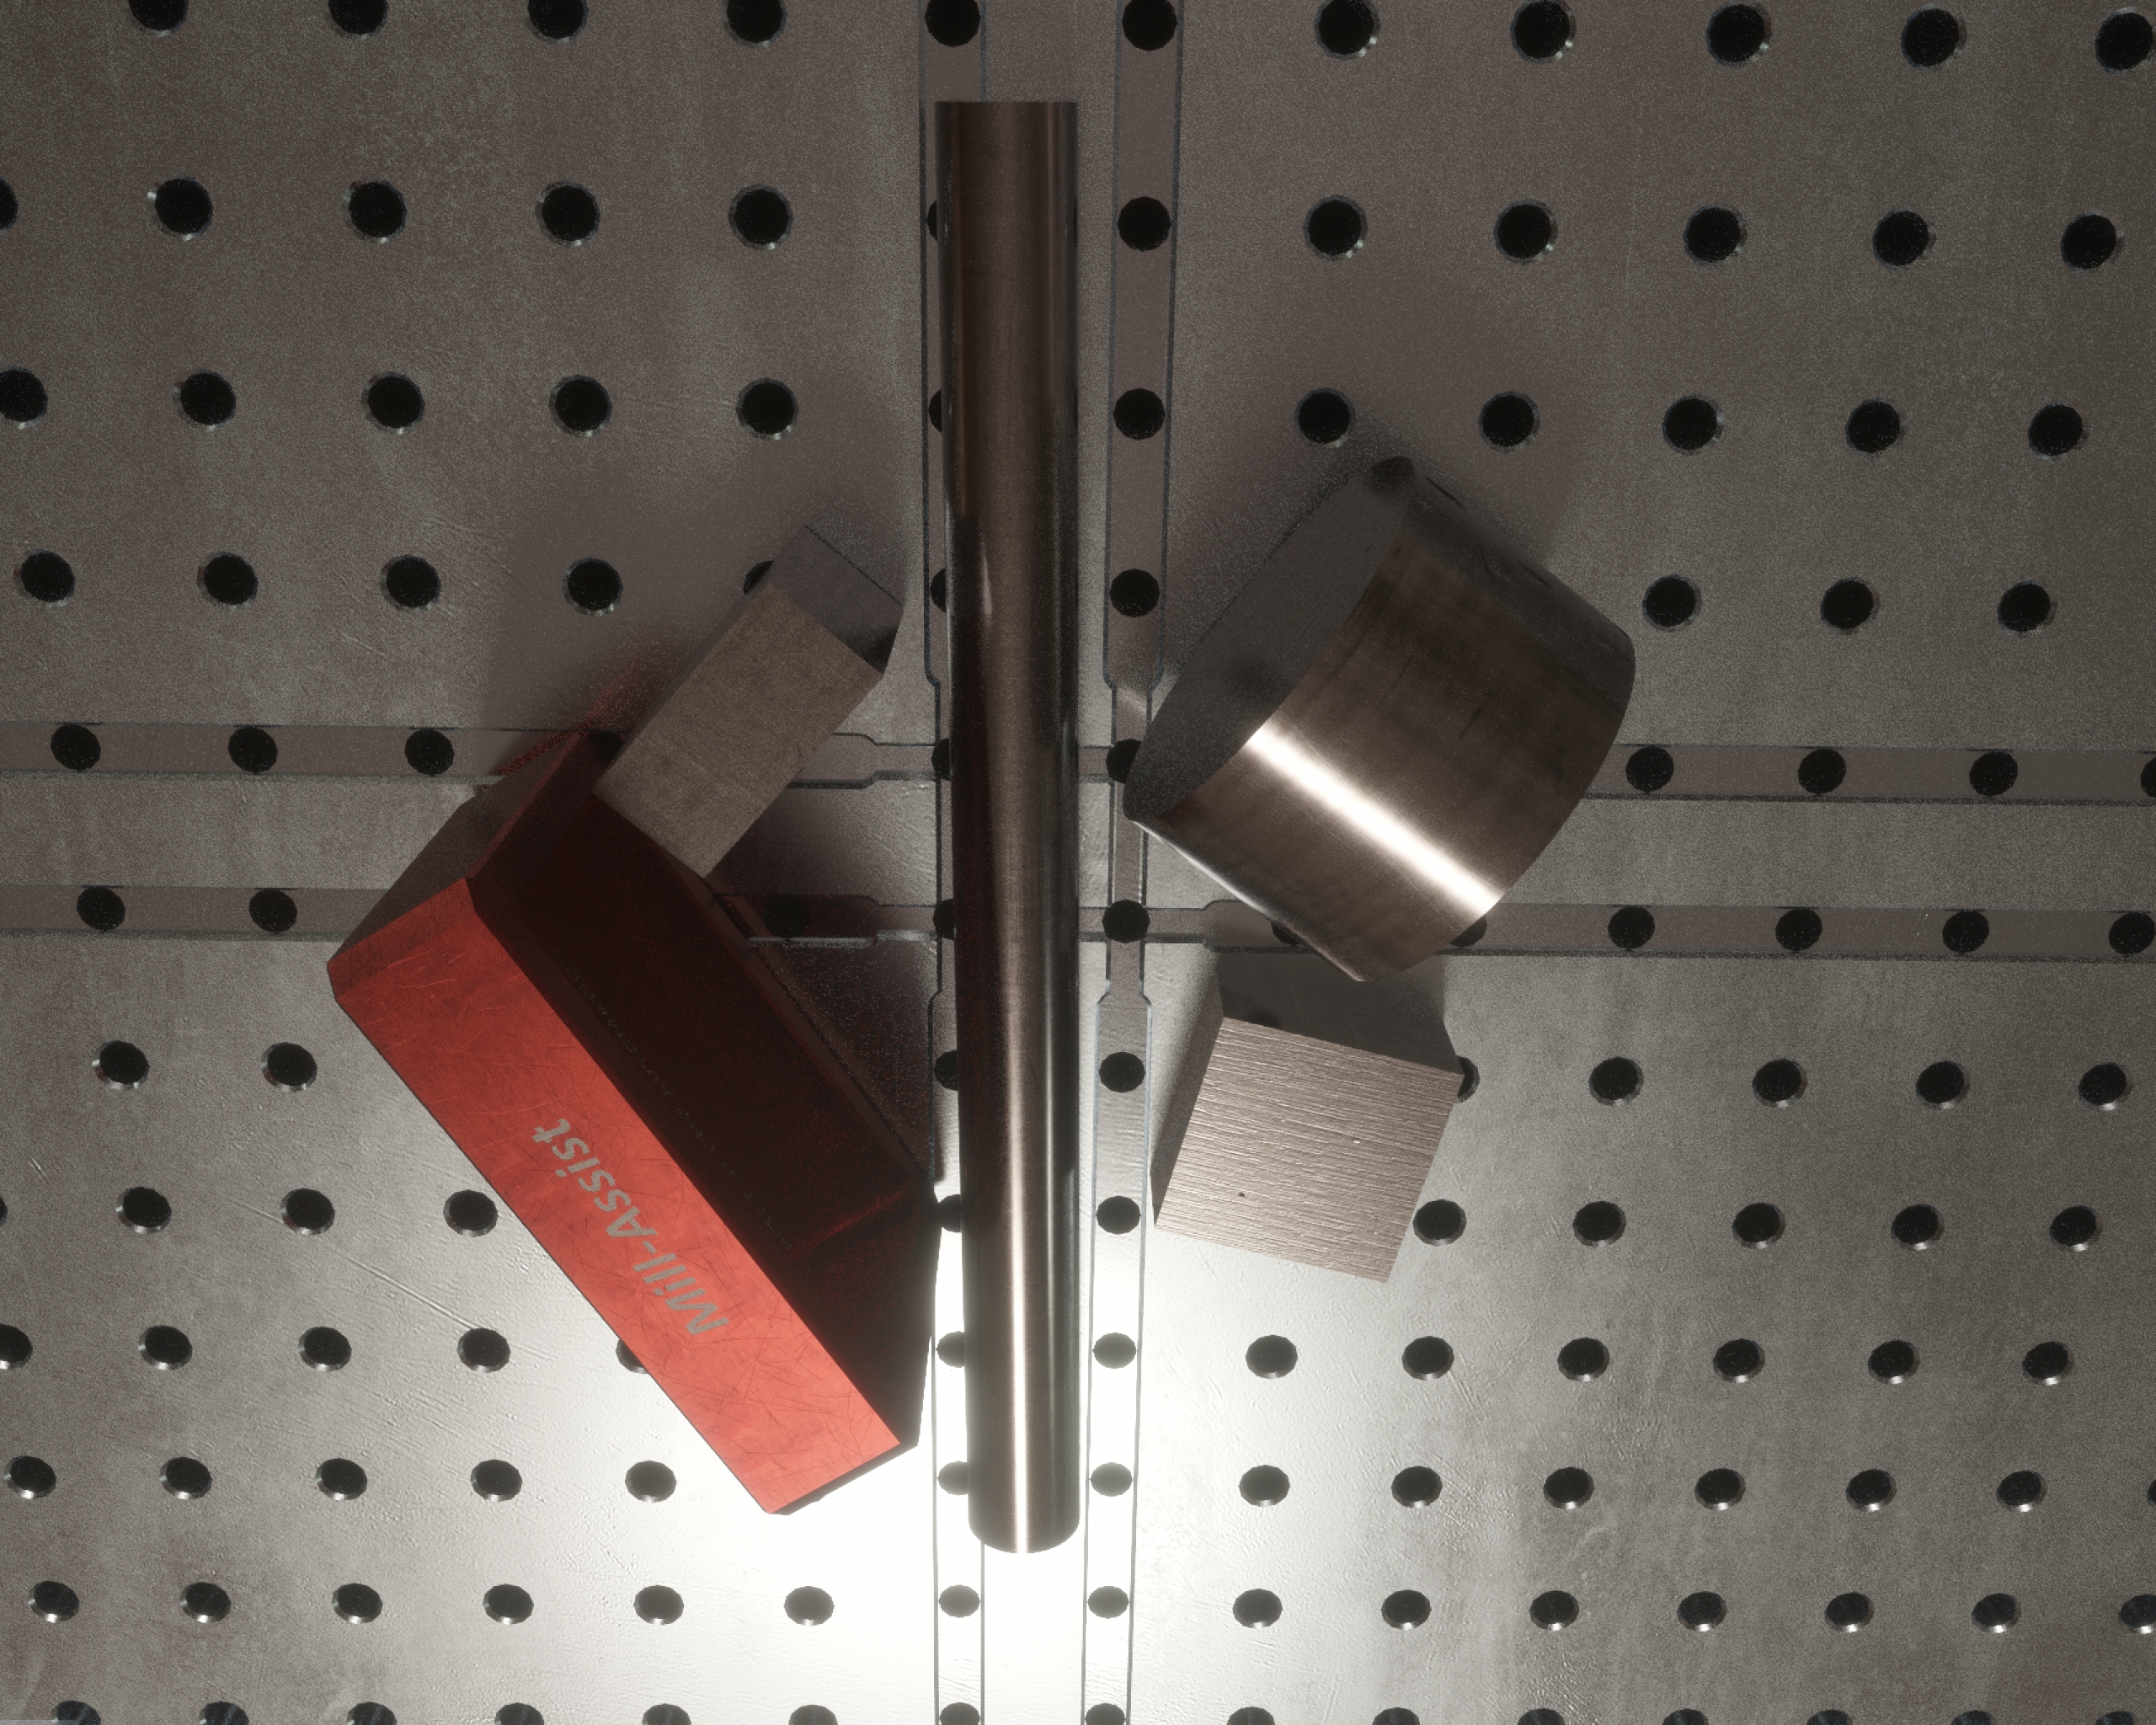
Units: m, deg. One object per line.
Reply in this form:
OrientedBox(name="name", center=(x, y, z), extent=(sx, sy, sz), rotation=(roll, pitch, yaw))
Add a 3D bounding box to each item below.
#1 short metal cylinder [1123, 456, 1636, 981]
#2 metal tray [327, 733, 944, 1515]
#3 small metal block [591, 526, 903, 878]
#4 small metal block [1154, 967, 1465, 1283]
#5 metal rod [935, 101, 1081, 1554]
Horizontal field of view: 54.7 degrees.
OrientedBox(name="short metal cylinder", center=(0.053, -0.026, 0.375), extent=(0.050, 0.080, 0.080), rotation=(36, 106, -13))
OrientedBox(name="metal tray", center=(-0.076, 0.047, 0.394), extent=(0.030, 0.090, 0.130), rotation=(-31, 108, 10))
OrientedBox(name="small metal block", center=(-0.060, -0.031, 0.387), extent=(0.025, 0.050, 0.050), rotation=(40, 105, -14))
OrientedBox(name="small metal block", center=(0.047, 0.055, 0.435), extent=(0.050, 0.025, 0.050), rotation=(14, 109, -6))
OrientedBox(name="metal rod", center=(-0.012, 0.007, 0.415), extent=(0.025, 0.025, 0.298), rotation=(0, 110, 0))
